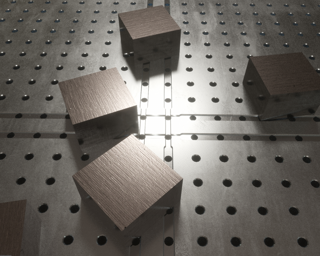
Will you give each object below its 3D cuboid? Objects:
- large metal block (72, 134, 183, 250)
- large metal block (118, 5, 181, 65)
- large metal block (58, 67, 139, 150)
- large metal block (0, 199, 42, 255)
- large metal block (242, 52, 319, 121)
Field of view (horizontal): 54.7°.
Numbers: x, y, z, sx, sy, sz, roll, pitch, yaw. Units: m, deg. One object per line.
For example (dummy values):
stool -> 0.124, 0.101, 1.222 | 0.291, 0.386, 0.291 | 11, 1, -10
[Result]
large metal block -> -0.033, 0.066, 0.336 | 0.080, 0.050, 0.080 | -36, 59, -27
large metal block -> -0.019, -0.159, 0.525 | 0.081, 0.050, 0.080 | -17, 52, -14
large metal block -> -0.082, -0.028, 0.414 | 0.081, 0.050, 0.080 | -19, 53, -16
large metal block -> -0.162, 0.120, 0.288 | 0.081, 0.050, 0.080 | -7, 51, -7
large metal block -> 0.175, -0.061, 0.445 | 0.081, 0.050, 0.080 | -7, 50, -6
